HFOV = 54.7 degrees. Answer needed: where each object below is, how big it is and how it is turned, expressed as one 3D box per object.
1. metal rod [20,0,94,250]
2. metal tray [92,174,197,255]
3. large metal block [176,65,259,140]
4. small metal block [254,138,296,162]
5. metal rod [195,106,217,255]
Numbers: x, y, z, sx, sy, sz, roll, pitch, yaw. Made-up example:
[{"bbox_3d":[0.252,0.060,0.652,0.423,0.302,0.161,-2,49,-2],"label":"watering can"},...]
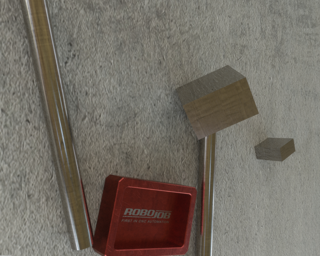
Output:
[{"bbox_3d":[-0.107,-0.020,0.316,0.025,0.025,0.298,-15,100,-39],"label":"metal rod"},{"bbox_3d":[-0.013,0.112,0.392,0.131,0.030,0.090,16,80,-39],"label":"metal tray"},{"bbox_3d":[0.071,-0.037,0.410,0.080,0.080,0.050,-24,111,6],"label":"large metal block"},{"bbox_3d":[0.211,0.038,0.570,0.050,0.050,0.025,-24,105,-38],"label":"small metal block"},{"bbox_3d":[0.070,0.088,0.465,0.025,0.025,0.298,4,87,-40],"label":"metal rod"}]
